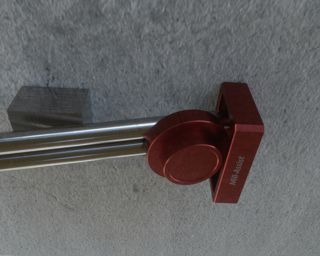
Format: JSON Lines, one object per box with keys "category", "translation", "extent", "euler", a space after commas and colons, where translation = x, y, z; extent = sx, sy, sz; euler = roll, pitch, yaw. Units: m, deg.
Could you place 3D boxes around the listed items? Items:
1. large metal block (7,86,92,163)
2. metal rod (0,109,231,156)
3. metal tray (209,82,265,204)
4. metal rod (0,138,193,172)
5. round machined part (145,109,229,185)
{"category": "large metal block", "translation": [-0.129, -0.003, 0.383], "extent": [0.081, 0.050, 0.079], "euler": [2, 130, -3]}
{"category": "metal rod", "translation": [-0.065, 0.005, 0.353], "extent": [0.302, 0.025, 0.025], "euler": [-6, 131, -12]}
{"category": "metal tray", "translation": [0.086, 0.020, 0.384], "extent": [0.030, 0.090, 0.129], "euler": [3, 130, -3]}
{"category": "metal rod", "translation": [-0.067, 0.026, 0.371], "extent": [0.302, 0.025, 0.025], "euler": [-6, 131, -12]}
{"category": "round machined part", "translation": [0.034, 0.029, 0.359], "extent": [0.099, 0.042, 0.097], "euler": [-8, 133, -8]}
